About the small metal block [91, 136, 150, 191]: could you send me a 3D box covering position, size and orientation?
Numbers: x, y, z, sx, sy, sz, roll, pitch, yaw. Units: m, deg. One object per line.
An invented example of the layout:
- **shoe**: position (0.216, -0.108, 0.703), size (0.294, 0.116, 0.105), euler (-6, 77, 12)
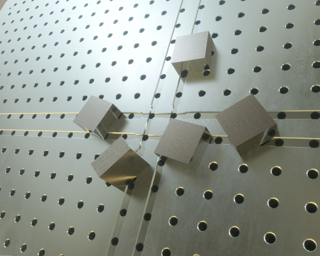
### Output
- **small metal block**: position (-0.049, 0.046, 0.391), size (0.050, 0.050, 0.025), euler (-43, 51, -1)

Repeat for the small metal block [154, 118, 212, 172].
- **small metal block**: position (0.029, 0.020, 0.382), size (0.050, 0.025, 0.050), euler (16, 70, 34)

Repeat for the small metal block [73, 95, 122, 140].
- **small metal block**: position (-0.095, -0.017, 0.470), size (0.050, 0.025, 0.050), euler (22, 74, 36)

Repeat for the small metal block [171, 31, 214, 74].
- **small metal block**: position (0.048, -0.110, 0.451), size (0.050, 0.025, 0.050), euler (-3, 60, 26)

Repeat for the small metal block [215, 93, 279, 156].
- **small metal block**: position (0.100, -0.004, 0.359), size (0.050, 0.025, 0.050), euler (-31, 52, 8)
